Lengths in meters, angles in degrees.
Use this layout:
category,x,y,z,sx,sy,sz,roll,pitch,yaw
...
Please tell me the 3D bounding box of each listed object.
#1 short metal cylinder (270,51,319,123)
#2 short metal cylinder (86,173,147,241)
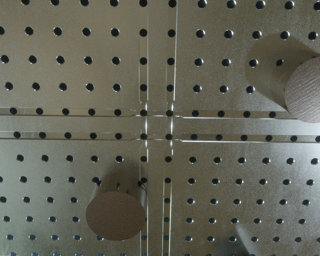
category,x,y,z,sx,sy,sz,roll,pitch,yaw
short metal cylinder,0.185,-0.052,0.383,0.081,0.050,0.079,0,110,0
short metal cylinder,-0.060,0.111,0.440,0.081,0.050,0.079,0,110,0
